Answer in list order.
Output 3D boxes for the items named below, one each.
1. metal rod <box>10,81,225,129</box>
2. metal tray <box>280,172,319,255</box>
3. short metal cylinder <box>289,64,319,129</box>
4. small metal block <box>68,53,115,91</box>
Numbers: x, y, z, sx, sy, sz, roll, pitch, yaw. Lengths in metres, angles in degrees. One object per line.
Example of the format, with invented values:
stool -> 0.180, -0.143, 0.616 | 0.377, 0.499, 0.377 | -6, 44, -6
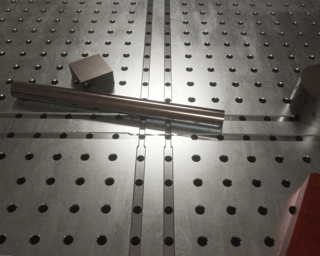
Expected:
metal rod -> -0.063, -0.034, 0.435 | 0.302, 0.025, 0.025 | 9, 51, 7
metal tray -> 0.177, 0.117, 0.308 | 0.090, 0.030, 0.130 | 24, 54, 18
short metal cylinder -> 0.229, -0.044, 0.432 | 0.081, 0.050, 0.080 | 0, 50, 0
small metal block -> -0.105, -0.084, 0.477 | 0.050, 0.025, 0.050 | -25, 55, -20
